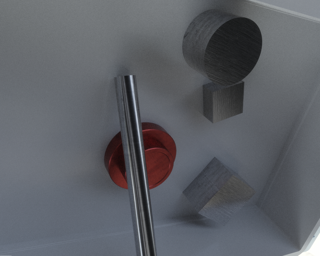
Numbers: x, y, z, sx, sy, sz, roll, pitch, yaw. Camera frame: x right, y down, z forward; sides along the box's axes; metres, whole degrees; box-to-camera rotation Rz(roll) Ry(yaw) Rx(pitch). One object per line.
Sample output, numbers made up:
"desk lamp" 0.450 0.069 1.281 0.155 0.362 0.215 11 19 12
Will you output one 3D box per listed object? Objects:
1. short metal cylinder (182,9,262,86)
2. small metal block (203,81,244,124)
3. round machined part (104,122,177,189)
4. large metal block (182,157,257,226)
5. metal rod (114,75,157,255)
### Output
"short metal cylinder" 0.074 -0.098 0.375 0.081 0.050 0.079 -14 125 -21
"small metal block" 0.089 -0.040 0.434 0.050 0.025 0.050 -20 126 -17
"round machined part" -0.021 0.045 0.416 0.099 0.042 0.097 -14 125 -21
"large metal block" 0.099 0.107 0.515 0.080 0.050 0.080 -49 129 6
"metal rod" -0.024 0.088 0.371 0.025 0.025 0.298 -9 97 -24
